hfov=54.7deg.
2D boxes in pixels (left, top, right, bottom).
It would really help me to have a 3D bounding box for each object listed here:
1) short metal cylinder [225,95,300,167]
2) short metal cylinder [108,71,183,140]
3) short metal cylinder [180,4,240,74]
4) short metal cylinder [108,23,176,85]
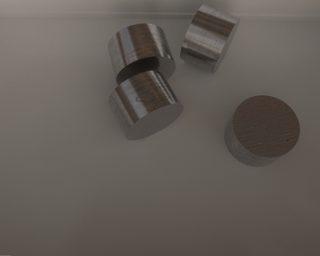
[{"bbox_3d":[0.128,0.005,0.395,0.081,0.050,0.080,0,70,0],"label":"short metal cylinder"},{"bbox_3d":[-0.018,-0.027,0.390,0.080,0.080,0.050,-27,72,-9],"label":"short metal cylinder"},{"bbox_3d":[0.068,-0.121,0.425,0.050,0.080,0.080,27,72,9],"label":"short metal cylinder"},{"bbox_3d":[-0.025,-0.093,0.414,0.081,0.080,0.050,-15,71,-5],"label":"short metal cylinder"}]
